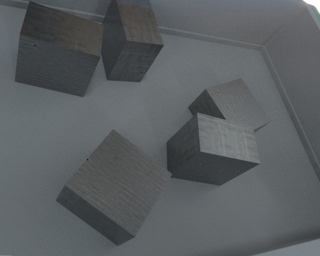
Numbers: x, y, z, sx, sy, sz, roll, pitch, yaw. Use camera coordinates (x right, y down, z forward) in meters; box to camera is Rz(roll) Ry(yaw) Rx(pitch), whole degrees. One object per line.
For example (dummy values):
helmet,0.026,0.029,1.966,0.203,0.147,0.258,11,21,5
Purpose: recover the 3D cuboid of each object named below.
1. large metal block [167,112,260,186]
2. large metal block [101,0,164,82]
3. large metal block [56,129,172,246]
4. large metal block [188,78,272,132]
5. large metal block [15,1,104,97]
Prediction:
large metal block,0.062,0.030,0.387,0.081,0.080,0.050,13,57,-22
large metal block,-0.043,-0.119,0.421,0.050,0.080,0.080,-1,63,-29
large metal block,-0.047,0.062,0.327,0.080,0.050,0.080,38,51,-3
large metal block,0.103,-0.020,0.460,0.081,0.050,0.080,-20,73,-36
large metal block,-0.118,-0.087,0.361,0.081,0.080,0.050,12,57,-22
